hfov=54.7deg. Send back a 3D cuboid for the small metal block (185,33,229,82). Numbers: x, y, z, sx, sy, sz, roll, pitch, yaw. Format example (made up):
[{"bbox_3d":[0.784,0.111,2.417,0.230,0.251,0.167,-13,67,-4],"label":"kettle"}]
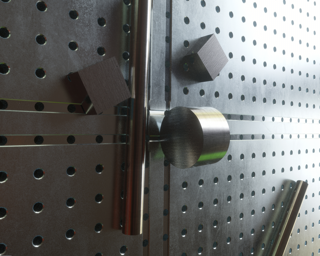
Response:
[{"bbox_3d":[0.072,-0.106,0.469,0.050,0.025,0.050,-52,120,-27],"label":"small metal block"}]

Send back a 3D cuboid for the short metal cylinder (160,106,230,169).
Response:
[{"bbox_3d":[0.045,0.011,0.411,0.050,0.080,0.079,-3,92,-40],"label":"short metal cylinder"}]

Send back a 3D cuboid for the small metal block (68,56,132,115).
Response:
[{"bbox_3d":[-0.067,-0.048,0.352,0.050,0.025,0.050,-34,111,-35],"label":"small metal block"}]

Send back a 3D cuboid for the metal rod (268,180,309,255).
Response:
[{"bbox_3d":[0.231,0.232,0.602,0.025,0.025,0.301,49,61,-29],"label":"metal rod"}]

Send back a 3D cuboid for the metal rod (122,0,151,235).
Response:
[{"bbox_3d":[-0.029,-0.021,0.384,0.025,0.025,0.298,4,88,-40],"label":"metal rod"}]
